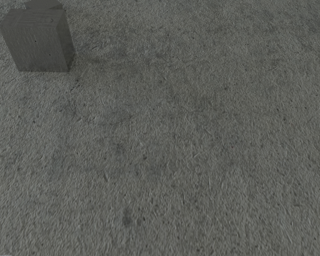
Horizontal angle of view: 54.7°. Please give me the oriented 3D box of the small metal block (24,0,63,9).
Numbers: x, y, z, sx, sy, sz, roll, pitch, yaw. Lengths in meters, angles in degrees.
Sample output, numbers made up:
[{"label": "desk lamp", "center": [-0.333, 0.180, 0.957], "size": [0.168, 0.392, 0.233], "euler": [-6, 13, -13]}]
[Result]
[{"label": "small metal block", "center": [-0.220, -0.227, 0.592], "size": [0.050, 0.025, 0.050], "euler": [-36, 59, -26]}]

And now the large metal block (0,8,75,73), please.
[{"label": "large metal block", "center": [-0.184, -0.134, 0.479], "size": [0.080, 0.080, 0.050], "euler": [2, 50, 1]}]
